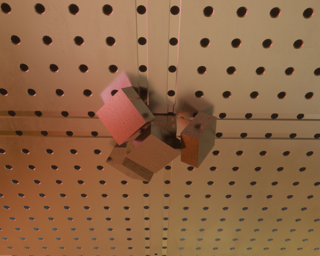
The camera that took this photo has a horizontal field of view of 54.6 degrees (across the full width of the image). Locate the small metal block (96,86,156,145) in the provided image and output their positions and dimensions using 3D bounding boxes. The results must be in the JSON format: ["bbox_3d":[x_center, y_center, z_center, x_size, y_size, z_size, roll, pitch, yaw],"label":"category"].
[{"bbox_3d":[-0.042,-0.015,0.382,0.050,0.025,0.050,-39,85,28],"label":"small metal block"}]

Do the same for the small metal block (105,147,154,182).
[{"bbox_3d":[-0.041,0.051,0.438,0.050,0.025,0.050,37,158,-27],"label":"small metal block"}]

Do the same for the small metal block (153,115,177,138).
[{"bbox_3d":[-0.004,0.010,0.420,0.050,0.025,0.050,1,133,-1],"label":"small metal block"}]

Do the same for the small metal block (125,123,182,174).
[{"bbox_3d":[-0.009,0.026,0.400,0.050,0.025,0.050,33,122,-26],"label":"small metal block"}]

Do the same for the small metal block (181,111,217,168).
[{"bbox_3d":[0.050,0.015,0.404,0.025,0.050,0.050,21,136,26],"label":"small metal block"}]
